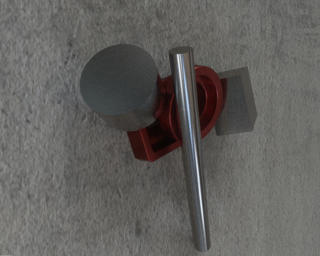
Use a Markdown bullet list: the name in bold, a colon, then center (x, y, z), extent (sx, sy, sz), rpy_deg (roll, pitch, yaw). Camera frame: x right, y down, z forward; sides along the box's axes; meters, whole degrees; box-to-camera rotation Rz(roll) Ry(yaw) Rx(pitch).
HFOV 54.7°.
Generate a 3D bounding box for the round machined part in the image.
- **round machined part**: center (0.033, -0.032, 0.393), extent (0.099, 0.042, 0.097), rpy_deg (-19, 118, -39)

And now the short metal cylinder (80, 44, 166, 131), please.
- **short metal cylinder**: center (-0.037, -0.042, 0.332), extent (0.050, 0.080, 0.080), rpy_deg (60, 46, -68)

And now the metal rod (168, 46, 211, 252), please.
- **metal rod**: center (0.042, 0.048, 0.387), extent (0.025, 0.025, 0.298), rpy_deg (-34, 128, -35)

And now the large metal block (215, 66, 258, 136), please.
- **large metal block**: center (0.109, -0.042, 0.462), extent (0.080, 0.050, 0.080), rpy_deg (-41, 118, -61)

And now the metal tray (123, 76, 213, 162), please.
- **metal tray**: center (0.013, -0.021, 0.416), extent (0.131, 0.030, 0.089), rpy_deg (-26, 107, -37)
